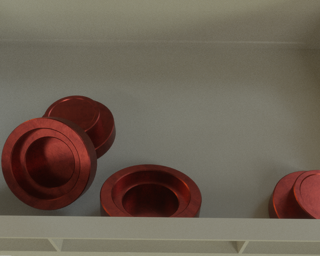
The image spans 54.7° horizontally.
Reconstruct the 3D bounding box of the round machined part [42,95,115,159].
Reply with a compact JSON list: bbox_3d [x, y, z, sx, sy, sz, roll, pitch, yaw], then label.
[{"bbox_3d":[-0.108,-0.004,0.397,0.099,0.042,0.098,0,50,0],"label":"round machined part"}]

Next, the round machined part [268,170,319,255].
[{"bbox_3d":[0.167,0.082,0.320,0.099,0.042,0.098,1,44,0],"label":"round machined part"}]

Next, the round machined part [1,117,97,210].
[{"bbox_3d":[-0.116,0.036,0.341,0.098,0.042,0.097,1,94,8],"label":"round machined part"}]

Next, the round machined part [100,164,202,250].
[{"bbox_3d":[-0.010,0.081,0.311,0.099,0.042,0.098,4,27,-2],"label":"round machined part"}]
